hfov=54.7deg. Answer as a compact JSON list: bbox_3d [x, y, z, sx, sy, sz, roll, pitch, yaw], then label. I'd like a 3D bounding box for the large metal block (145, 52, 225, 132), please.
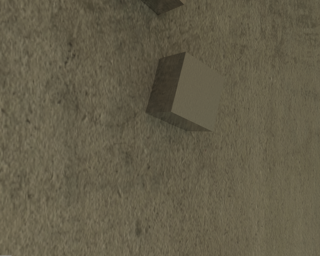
[{"bbox_3d":[0.036,-0.045,0.421,0.080,0.050,0.080,23,76,-38],"label":"large metal block"}]

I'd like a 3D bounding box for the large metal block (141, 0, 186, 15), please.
[{"bbox_3d":[-0.002,-0.205,0.388,0.080,0.050,0.080,30,71,-36],"label":"large metal block"}]
